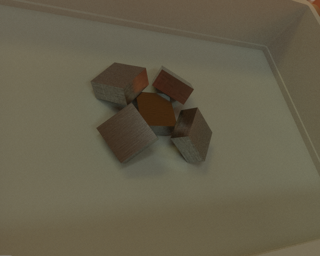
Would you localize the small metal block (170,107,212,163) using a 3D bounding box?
[{"bbox_3d":[0.043,0.010,0.406,0.050,0.025,0.050,55,42,-35],"label":"small metal block"}]

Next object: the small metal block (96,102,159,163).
[{"bbox_3d":[-0.037,0.007,0.364,0.050,0.025,0.050,-36,81,-1],"label":"small metal block"}]

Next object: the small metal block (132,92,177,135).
[{"bbox_3d":[-0.010,-0.019,0.408,0.050,0.025,0.050,2,61,-28],"label":"small metal block"}]

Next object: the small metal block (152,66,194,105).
[{"bbox_3d":[0.017,-0.061,0.434,0.050,0.025,0.050,31,15,-9],"label":"small metal block"}]

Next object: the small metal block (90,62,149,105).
[{"bbox_3d":[-0.050,-0.057,0.395,0.050,0.025,0.050,15,45,27],"label":"small metal block"}]
